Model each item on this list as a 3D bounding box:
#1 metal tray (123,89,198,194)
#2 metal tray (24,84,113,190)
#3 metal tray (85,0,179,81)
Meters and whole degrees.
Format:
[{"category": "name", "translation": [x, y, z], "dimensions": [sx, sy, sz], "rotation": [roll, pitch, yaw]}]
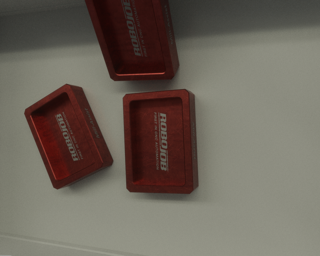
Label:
[{"category": "metal tray", "translation": [0.001, 0.018, 0.406], "dimensions": [0.090, 0.030, 0.129], "rotation": [-3, 89, 19]}, {"category": "metal tray", "translation": [-0.135, 0.013, 0.453], "dimensions": [0.090, 0.030, 0.130], "rotation": [-27, 81, 17]}, {"category": "metal tray", "translation": [-0.032, -0.122, 0.378], "dimensions": [0.090, 0.030, 0.129], "rotation": [1, 129, 19]}]
